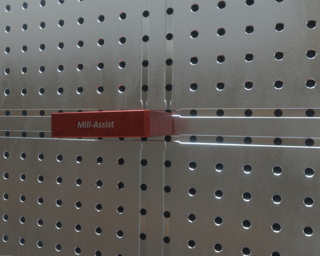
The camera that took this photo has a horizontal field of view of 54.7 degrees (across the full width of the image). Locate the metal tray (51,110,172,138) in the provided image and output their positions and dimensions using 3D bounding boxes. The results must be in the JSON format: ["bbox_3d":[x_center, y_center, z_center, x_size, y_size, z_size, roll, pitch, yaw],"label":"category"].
[{"bbox_3d":[-0.059,-0.004,0.397,0.130,0.090,0.030,-1,90,19],"label":"metal tray"}]
